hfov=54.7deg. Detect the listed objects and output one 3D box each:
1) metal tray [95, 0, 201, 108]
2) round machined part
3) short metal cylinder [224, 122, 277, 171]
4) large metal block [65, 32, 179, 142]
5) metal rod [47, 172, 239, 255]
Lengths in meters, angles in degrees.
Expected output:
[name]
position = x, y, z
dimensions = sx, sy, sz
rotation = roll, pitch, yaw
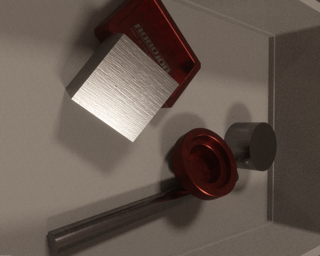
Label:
[metal tray]
position = -0.009, -0.100, 0.397
dimensions = 0.130, 0.030, 0.090
rotation = 51, 60, -28
[round machined part]
position = 0.057, 0.052, 0.430
dimensions = 0.099, 0.042, 0.098
rotation = 18, 56, -28
[short metal cylinder]
position = 0.152, 0.030, 0.521
dimensions = 0.081, 0.050, 0.079
rotation = 0, 90, -40
[large metal block]
position = -0.041, -0.045, 0.336
dimensions = 0.080, 0.050, 0.080
rotation = 38, 90, -30
[metal rod]
position = 0.005, 0.098, 0.412
dimensions = 0.302, 0.025, 0.025
rotation = -10, 97, -40
